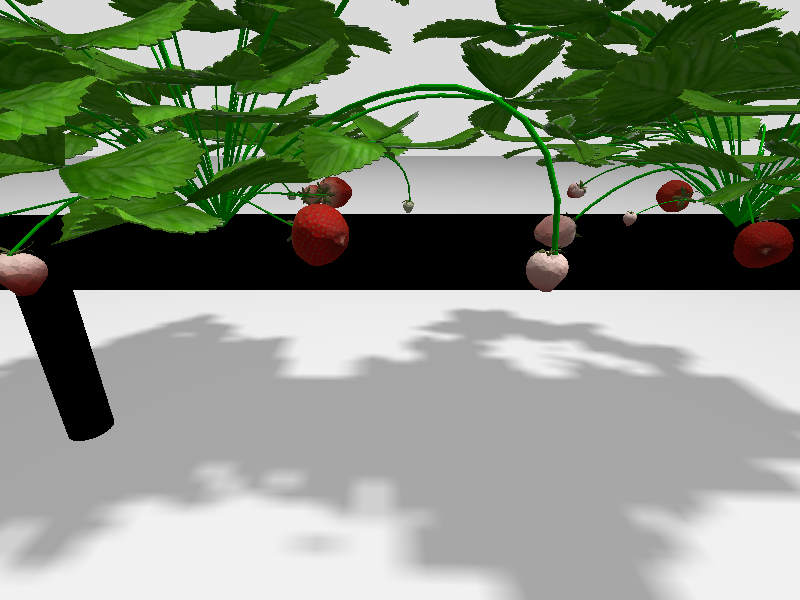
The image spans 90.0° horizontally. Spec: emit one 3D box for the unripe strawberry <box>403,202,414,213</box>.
[{"bbox_3d":[0.009,-0.094,0.405,0.011,0.012,0.011,-8,23,-19],"label":"unripe strawberry"}]

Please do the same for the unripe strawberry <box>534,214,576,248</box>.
[{"bbox_3d":[0.102,-0.045,0.268,0.024,0.023,0.026,-20,27,-17],"label":"unripe strawberry"}]

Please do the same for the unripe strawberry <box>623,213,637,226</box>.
[{"bbox_3d":[0.207,-0.072,0.360,0.011,0.011,0.011,3,22,7],"label":"unripe strawberry"}]

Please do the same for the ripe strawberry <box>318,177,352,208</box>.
[{"bbox_3d":[-0.069,-0.118,0.439,0.037,0.033,0.034,17,26,37],"label":"ripe strawberry"}]

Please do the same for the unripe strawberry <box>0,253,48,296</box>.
[{"bbox_3d":[-0.182,-0.012,0.192,0.021,0.021,0.018,3,18,9],"label":"unripe strawberry"}]

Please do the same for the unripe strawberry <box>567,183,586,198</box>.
[{"bbox_3d":[0.226,-0.139,0.514,0.023,0.020,0.021,-8,-13,-20],"label":"unripe strawberry"}]

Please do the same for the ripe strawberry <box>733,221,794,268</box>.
[{"bbox_3d":[0.208,-0.031,0.229,0.026,0.027,0.028,14,26,32],"label":"ripe strawberry"}]

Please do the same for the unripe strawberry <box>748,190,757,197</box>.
[{"bbox_3d":[0.407,-0.123,0.465,0.011,0.011,0.010,18,28,38],"label":"unripe strawberry"}]

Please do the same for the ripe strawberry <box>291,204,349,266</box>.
[{"bbox_3d":[-0.045,-0.038,0.237,0.035,0.037,0.037,-19,29,-40],"label":"ripe strawberry"}]

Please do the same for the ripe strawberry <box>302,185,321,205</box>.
[{"bbox_3d":[-0.100,-0.122,0.463,0.027,0.023,0.027,9,23,22],"label":"ripe strawberry"}]

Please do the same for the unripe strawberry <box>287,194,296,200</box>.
[{"bbox_3d":[-0.136,-0.131,0.506,0.011,0.010,0.011,2,-25,6],"label":"unripe strawberry"}]

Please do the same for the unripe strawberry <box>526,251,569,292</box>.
[{"bbox_3d":[0.072,-0.014,0.197,0.019,0.020,0.018,15,26,33],"label":"unripe strawberry"}]

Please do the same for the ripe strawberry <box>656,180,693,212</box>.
[{"bbox_3d":[0.289,-0.111,0.426,0.032,0.034,0.035,-1,21,-4],"label":"ripe strawberry"}]
